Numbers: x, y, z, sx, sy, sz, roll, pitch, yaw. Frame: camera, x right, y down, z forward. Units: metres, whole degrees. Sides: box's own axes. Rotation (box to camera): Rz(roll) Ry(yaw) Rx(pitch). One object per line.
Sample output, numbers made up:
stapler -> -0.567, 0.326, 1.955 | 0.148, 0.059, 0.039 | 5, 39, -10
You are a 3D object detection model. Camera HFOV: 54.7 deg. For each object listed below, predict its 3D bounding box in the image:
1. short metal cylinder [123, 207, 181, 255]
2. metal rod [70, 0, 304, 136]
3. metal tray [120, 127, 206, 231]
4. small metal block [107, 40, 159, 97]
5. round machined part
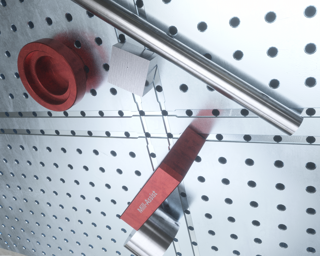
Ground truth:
short metal cylinder -> -0.012, 0.165, 0.483 | 0.050, 0.080, 0.080 | 37, 129, 3
metal rod -> 0.020, -0.083, 0.347 | 0.301, 0.025, 0.025 | 33, 129, 6
metal tray -> 0.003, 0.068, 0.408 | 0.030, 0.090, 0.129 | 37, 129, 3
small metal block -> -0.034, -0.073, 0.382 | 0.050, 0.025, 0.050 | 25, 127, 12
round machined part -> -0.142, -0.075, 0.426 | 0.098, 0.042, 0.097 | 13, 124, 20
